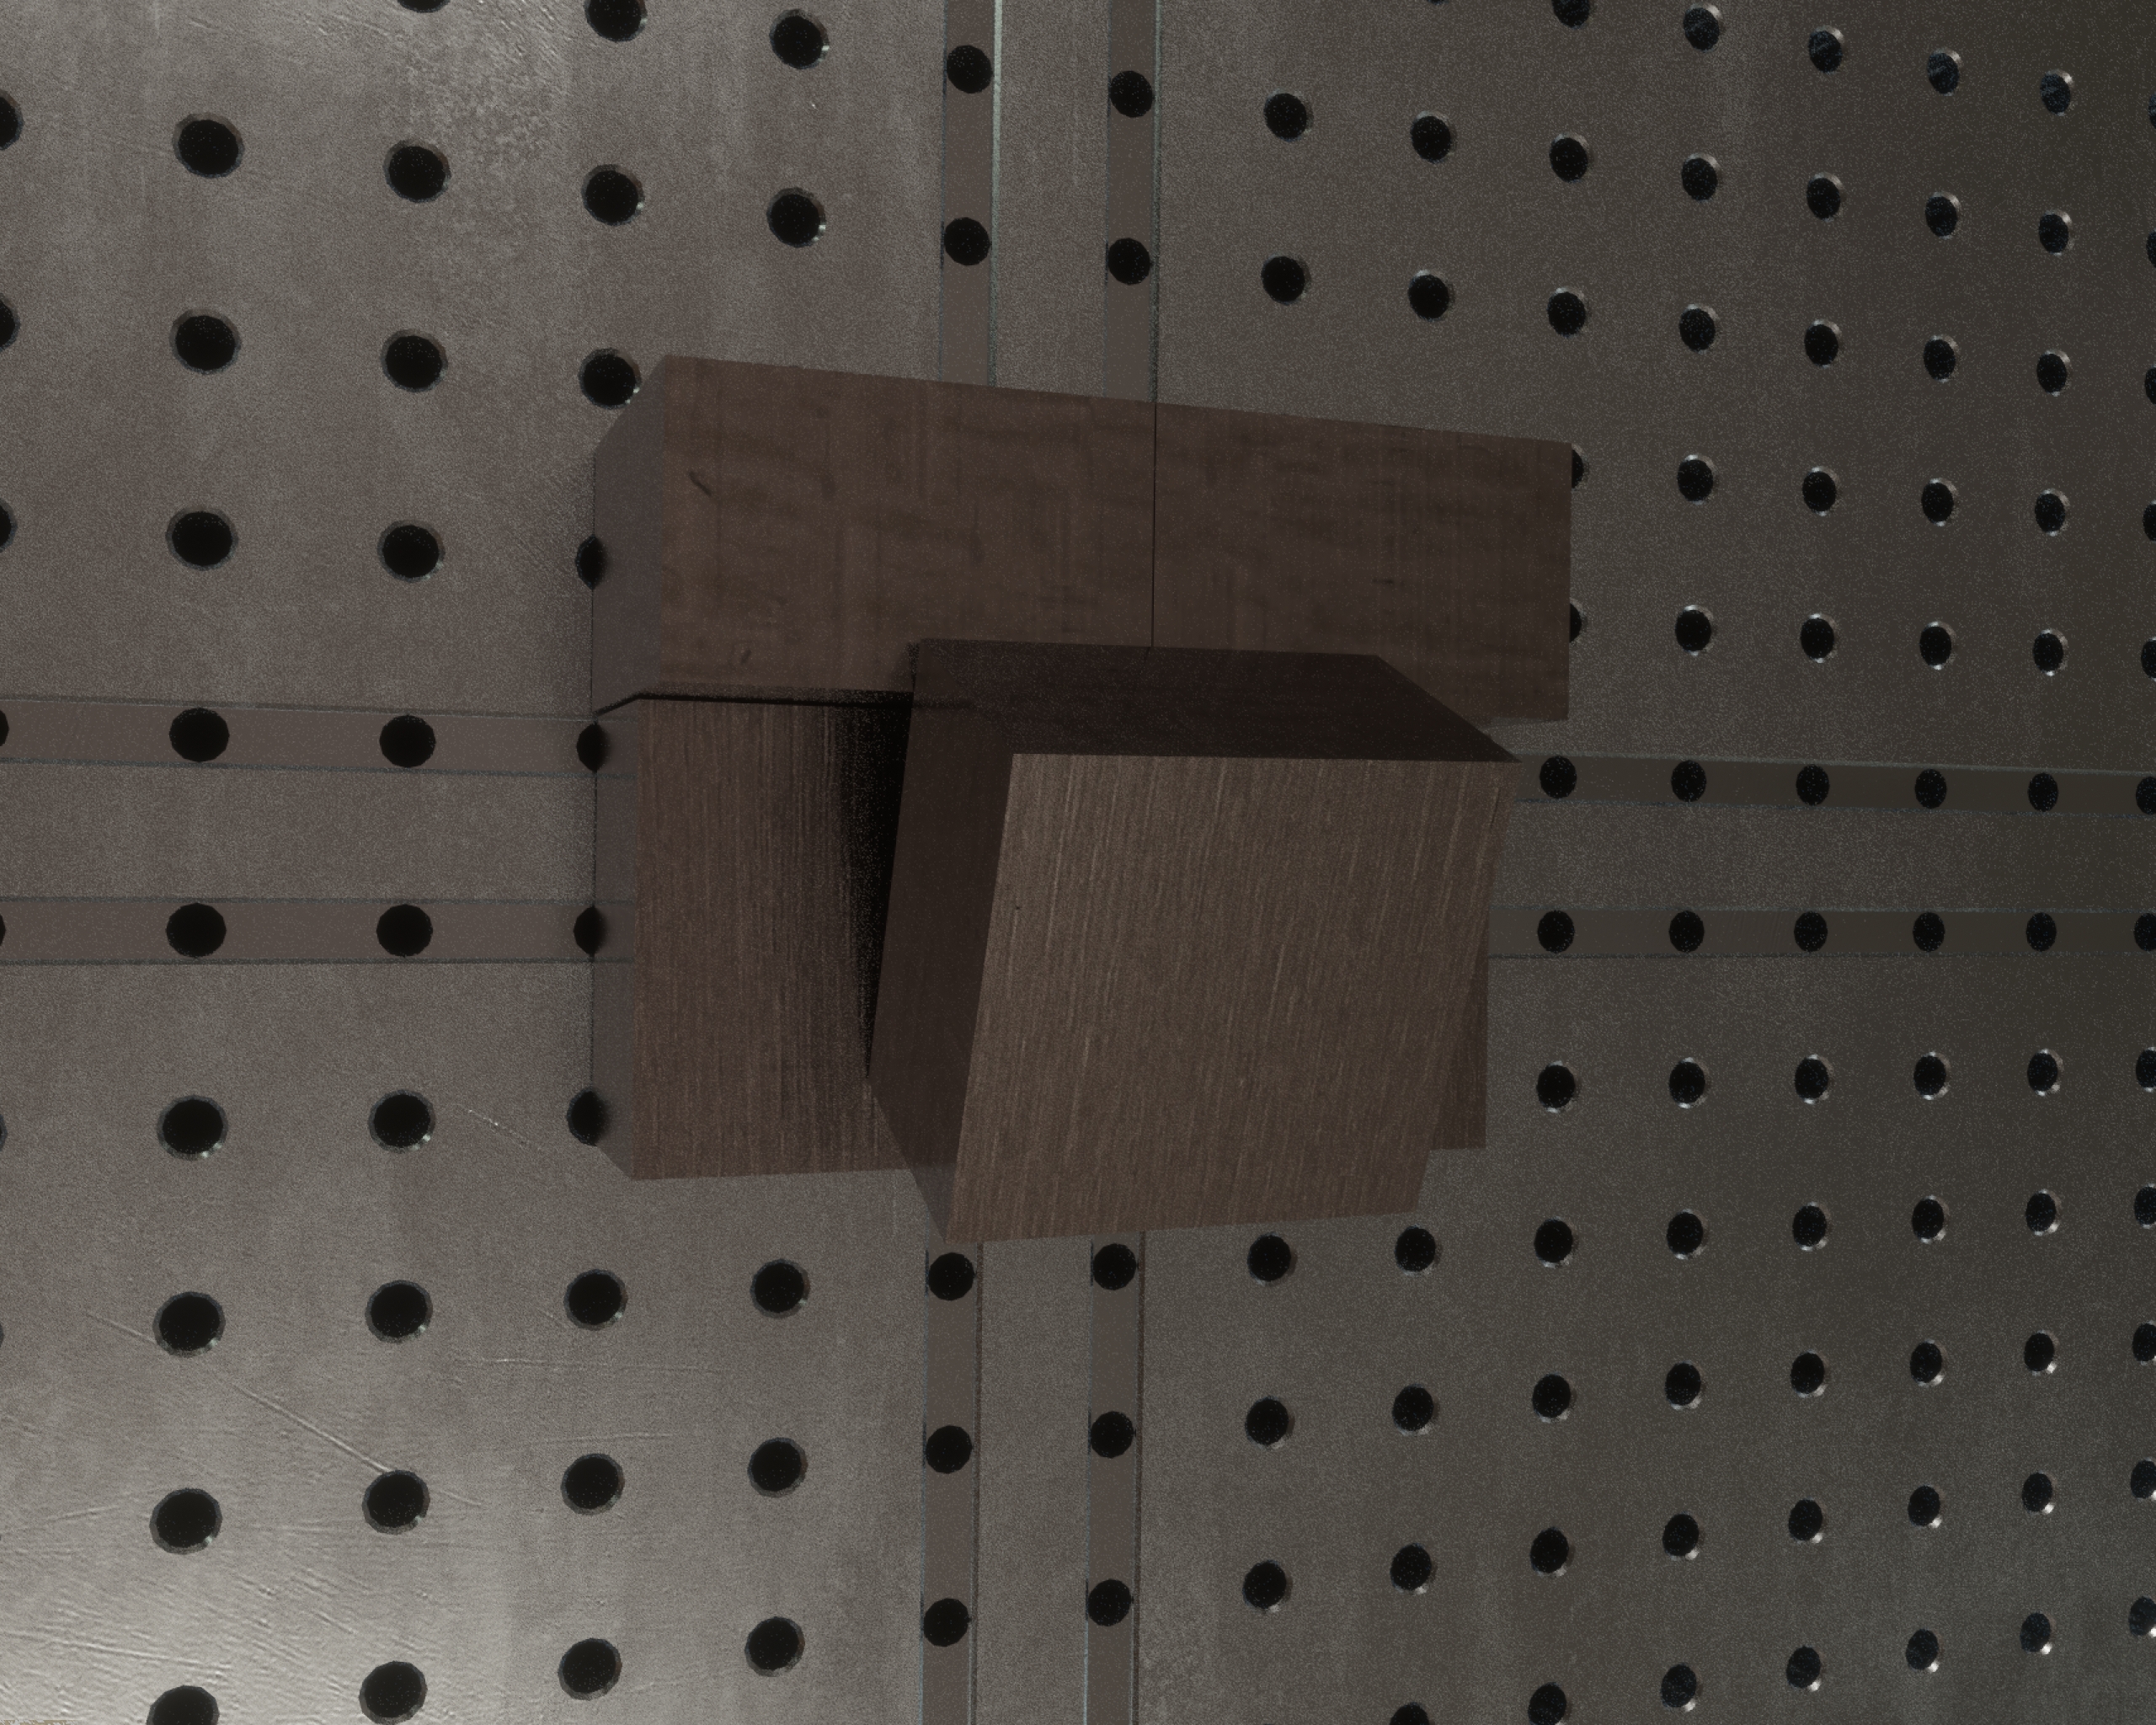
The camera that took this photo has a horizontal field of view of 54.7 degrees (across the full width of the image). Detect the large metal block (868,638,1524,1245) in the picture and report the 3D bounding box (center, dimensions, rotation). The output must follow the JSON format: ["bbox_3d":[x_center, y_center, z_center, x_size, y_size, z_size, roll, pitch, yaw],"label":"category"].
[{"bbox_3d":[0.015,0.011,0.335,0.081,0.050,0.079,0,114,-21],"label":"large metal block"}]

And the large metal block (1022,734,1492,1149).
[{"bbox_3d":[0.032,0.014,0.410,0.081,0.050,0.079,1,90,-21],"label":"large metal block"}]

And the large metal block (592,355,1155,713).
[{"bbox_3d":[-0.039,-0.052,0.368,0.081,0.080,0.050,1,90,-20],"label":"large metal block"}]

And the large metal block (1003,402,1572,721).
[{"bbox_3d":[0.037,-0.051,0.397,0.081,0.080,0.050,1,90,-20],"label":"large metal block"}]

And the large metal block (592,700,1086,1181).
[{"bbox_3d":[-0.044,0.013,0.382,0.081,0.050,0.079,1,90,-21],"label":"large metal block"}]
